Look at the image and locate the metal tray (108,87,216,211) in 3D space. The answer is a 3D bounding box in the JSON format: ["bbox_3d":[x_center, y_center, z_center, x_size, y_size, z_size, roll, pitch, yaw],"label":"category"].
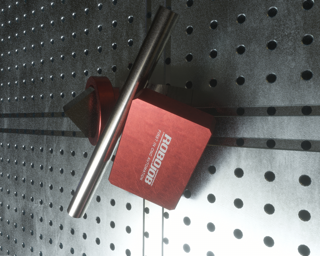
[{"bbox_3d":[-0.001,0.028,0.362,0.090,0.030,0.129,24,123,5],"label":"metal tray"}]

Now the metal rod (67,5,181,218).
[{"bbox_3d":[-0.054,-0.004,0.387,0.025,0.025,0.298,42,115,32],"label":"metal rod"}]

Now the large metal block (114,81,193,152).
[{"bbox_3d":[-0.010,-0.016,0.399,0.080,0.050,0.079,12,97,39],"label":"large metal block"}]

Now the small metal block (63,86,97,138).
[{"bbox_3d":[-0.099,-0.023,0.436,0.050,0.050,0.025,-39,30,-5],"label":"small metal block"}]

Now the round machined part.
[{"bbox_3d":[-0.077,-0.024,0.442,0.098,0.042,0.097,177,90,-65],"label":"round machined part"}]
